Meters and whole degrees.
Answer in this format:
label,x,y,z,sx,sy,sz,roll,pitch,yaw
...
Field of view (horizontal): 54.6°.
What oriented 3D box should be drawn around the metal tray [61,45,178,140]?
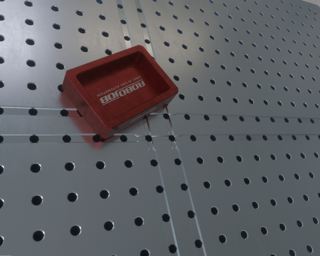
label,x,y,z,sx,sy,sz,roll,pitch,yaw
metal tray,-0.049,-0.052,0.409,0.131,0.030,0.090,-32,80,-38
